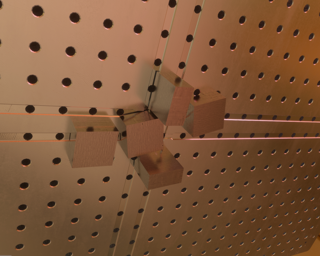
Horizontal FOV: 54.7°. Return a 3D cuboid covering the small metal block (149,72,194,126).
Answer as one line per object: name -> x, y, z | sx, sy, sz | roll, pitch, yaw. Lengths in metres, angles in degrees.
small metal block -> 0.012, -0.036, 0.381 | 0.025, 0.050, 0.050 | 0, 119, -29

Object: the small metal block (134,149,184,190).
small metal block -> -0.003, 0.056, 0.430 | 0.050, 0.050, 0.025 | -8, 122, -25

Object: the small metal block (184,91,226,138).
small metal block -> 0.063, -0.020, 0.435 | 0.050, 0.025, 0.050 | -16, 125, -20

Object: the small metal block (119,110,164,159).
small metal block -> -0.023, 0.007, 0.404 | 0.050, 0.025, 0.050 | -13, 124, -21

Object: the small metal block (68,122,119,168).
small metal block -> -0.082, 0.020, 0.380 | 0.050, 0.025, 0.050 | 0, 119, -29
